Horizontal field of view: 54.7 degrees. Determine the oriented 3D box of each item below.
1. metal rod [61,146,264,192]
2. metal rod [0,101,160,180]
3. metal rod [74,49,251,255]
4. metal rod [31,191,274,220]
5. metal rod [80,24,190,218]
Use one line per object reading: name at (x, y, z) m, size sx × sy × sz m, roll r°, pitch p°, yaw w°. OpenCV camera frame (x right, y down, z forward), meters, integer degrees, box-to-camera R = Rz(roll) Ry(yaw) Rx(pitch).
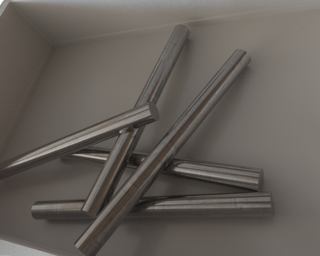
metal rod at (-0.027, 0.043, 0.390) m, size 0.300 × 0.025 × 0.025 m, roll 5°, pitch 64°, yaw 30°
metal rod at (-0.137, 0.028, 0.425) m, size 0.300 × 0.025 × 0.025 m, roll -20°, pitch 54°, yaw 22°
metal rod at (0.015, 0.016, 0.360) m, size 0.025 × 0.025 × 0.301 m, roll 27°, pitch 68°, yaw 37°
metal rod at (-0.028, 0.093, 0.360) m, size 0.301 × 0.025 × 0.025 m, roll -8°, pitch 58°, yaw 23°
metal rod at (-0.021, -0.027, 0.408) m, size 0.025 × 0.025 × 0.300 m, roll 7°, pitch 59°, yaw 31°
